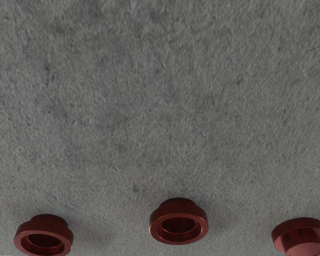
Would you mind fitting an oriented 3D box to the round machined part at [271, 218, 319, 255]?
[{"bbox_3d":[0.266,0.214,0.583,0.099,0.042,0.097,-1,130,0],"label":"round machined part"}]

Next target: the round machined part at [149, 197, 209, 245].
[{"bbox_3d":[0.031,0.156,0.530,0.099,0.042,0.097,-1,130,0],"label":"round machined part"}]

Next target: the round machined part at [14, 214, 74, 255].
[{"bbox_3d":[-0.204,0.191,0.556,0.099,0.042,0.097,-1,130,0],"label":"round machined part"}]
